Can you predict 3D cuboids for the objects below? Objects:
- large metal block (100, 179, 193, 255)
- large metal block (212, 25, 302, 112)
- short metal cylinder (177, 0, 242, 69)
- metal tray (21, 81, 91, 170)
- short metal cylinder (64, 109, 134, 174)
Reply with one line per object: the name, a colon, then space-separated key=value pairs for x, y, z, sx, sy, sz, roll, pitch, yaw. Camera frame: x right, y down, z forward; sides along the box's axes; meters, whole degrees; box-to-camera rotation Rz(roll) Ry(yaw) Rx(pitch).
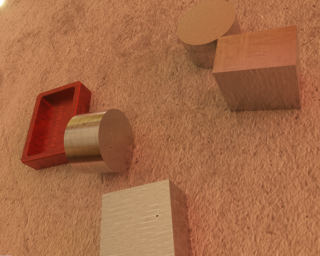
large metal block: x=-0.015 y=0.108 z=0.329 sx=0.080 sy=0.050 sz=0.080 roll=-16 pitch=55 yaw=19
large metal block: x=0.112 y=-0.061 z=0.347 sx=0.080 sy=0.080 sz=0.050 roll=-1 pitch=61 yaw=27
short metal cylinder: x=0.071 y=-0.130 z=0.430 sx=0.080 sy=0.050 sz=0.080 roll=-13 pitch=56 yaw=21
metal tray: x=-0.161 y=-0.006 z=0.487 sx=0.090 sy=0.030 sz=0.130 roll=-13 pitch=56 yaw=20
short metal cylinder: x=-0.075 y=0.018 z=0.397 sx=0.050 sy=0.080 sz=0.080 roll=-7 pitch=59 yaw=25
